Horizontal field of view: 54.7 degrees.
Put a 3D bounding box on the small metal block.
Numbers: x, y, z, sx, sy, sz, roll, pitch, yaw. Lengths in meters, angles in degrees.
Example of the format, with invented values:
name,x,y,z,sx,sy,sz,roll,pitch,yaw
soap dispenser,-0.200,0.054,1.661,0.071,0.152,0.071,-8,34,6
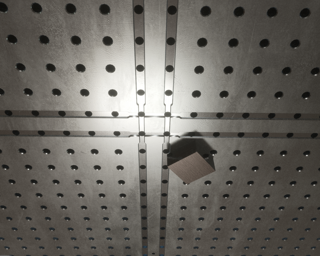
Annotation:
name,x,y,z,sx,sy,sz,roll,pitch,yaw
small metal block,0.046,0.051,0.456,0.050,0.025,0.050,-30,124,23
